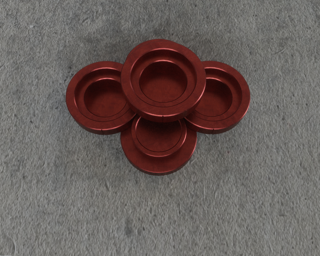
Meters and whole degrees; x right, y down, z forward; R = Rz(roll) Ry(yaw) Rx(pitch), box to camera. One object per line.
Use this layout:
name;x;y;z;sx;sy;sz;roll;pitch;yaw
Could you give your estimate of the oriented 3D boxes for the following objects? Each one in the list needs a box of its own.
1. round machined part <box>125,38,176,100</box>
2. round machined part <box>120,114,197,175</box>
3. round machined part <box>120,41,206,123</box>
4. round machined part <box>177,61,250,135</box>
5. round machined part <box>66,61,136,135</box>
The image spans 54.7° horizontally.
round machined part;-0.001;-0.084;0.431;0.099;0.042;0.098;0;70;-1
round machined part;-0.002;0.009;0.397;0.099;0.042;0.098;0;70;-1
round machined part;0.004;-0.052;0.374;0.099;0.042;0.098;0;70;-1
round machined part;0.066;-0.037;0.415;0.099;0.042;0.098;0;70;-1
round machined part;-0.070;-0.036;0.413;0.099;0.042;0.098;0;70;-1
